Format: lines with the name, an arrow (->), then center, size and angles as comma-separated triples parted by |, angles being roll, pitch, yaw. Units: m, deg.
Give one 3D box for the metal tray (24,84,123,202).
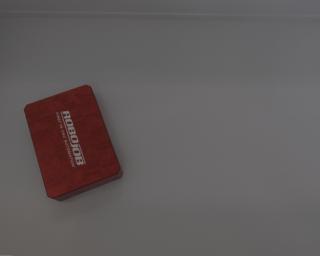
metal tray -> -0.112, 0.017, 0.400 | 0.090, 0.030, 0.130 | -20, 71, -7
